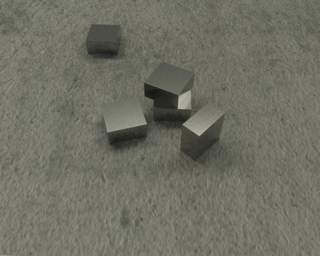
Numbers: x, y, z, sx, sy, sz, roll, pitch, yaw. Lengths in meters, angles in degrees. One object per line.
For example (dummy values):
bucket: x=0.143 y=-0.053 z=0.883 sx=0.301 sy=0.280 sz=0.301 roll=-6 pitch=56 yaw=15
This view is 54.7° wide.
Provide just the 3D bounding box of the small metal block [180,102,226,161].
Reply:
small metal block: x=0.052 y=0.005 z=0.384 sx=0.025 sy=0.050 sz=0.050 roll=36 pitch=59 yaw=26

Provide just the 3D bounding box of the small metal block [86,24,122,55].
small metal block: x=-0.095 y=-0.152 z=0.530 sx=0.050 sy=0.025 sz=0.050 roll=3 pitch=50 yaw=1

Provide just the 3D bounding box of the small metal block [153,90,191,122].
small metal block: x=0.017 y=-0.036 z=0.434 sx=0.050 sy=0.025 sz=0.050 roll=2 pitch=50 yaw=1

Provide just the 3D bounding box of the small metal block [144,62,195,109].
small metal block: x=0.013 y=-0.059 z=0.421 sx=0.050 sy=0.025 sz=0.050 roll=22 pitch=53 yaw=17

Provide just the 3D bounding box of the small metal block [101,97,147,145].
small metal block: x=-0.048 y=-0.010 z=0.411 sx=0.050 sy=0.025 sz=0.050 roll=-12 pitch=51 yaw=-11
